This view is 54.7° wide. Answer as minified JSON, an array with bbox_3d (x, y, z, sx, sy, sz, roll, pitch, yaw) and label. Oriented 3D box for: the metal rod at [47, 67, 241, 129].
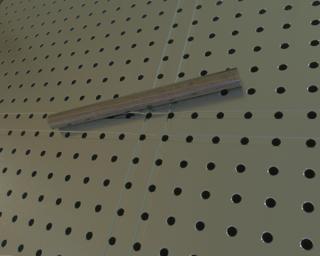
[{"bbox_3d":[-0.037,-0.038,0.448,0.301,0.025,0.025,-11,57,21],"label":"metal rod"}]
